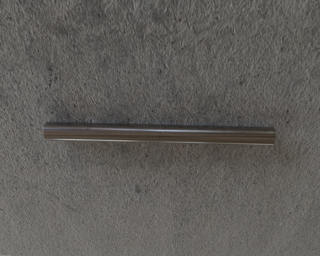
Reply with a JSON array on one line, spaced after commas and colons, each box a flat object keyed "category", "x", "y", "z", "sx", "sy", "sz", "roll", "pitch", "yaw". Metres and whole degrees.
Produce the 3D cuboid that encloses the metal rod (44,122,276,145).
[{"category": "metal rod", "x": 0.001, "y": 0.008, "z": 0.415, "sx": 0.302, "sy": 0.025, "sz": 0.025, "roll": 1, "pitch": 130, "yaw": -2}]
